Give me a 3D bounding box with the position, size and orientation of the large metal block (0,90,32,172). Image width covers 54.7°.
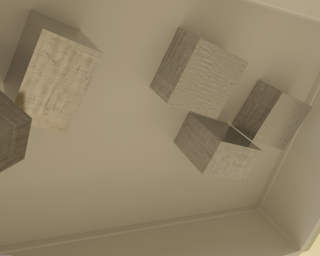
[{"bbox_3d":[-0.157,0.001,0.224,0.080,0.080,0.050,-38,163,-49],"label":"large metal block"}]

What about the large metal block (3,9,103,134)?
[{"bbox_3d":[-0.102,-0.053,0.285,0.050,0.080,0.080,17,110,-36],"label":"large metal block"}]

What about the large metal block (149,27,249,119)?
[{"bbox_3d":[0.047,-0.065,0.380,0.081,0.050,0.080,15,111,-35],"label":"large metal block"}]

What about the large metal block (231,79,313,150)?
[{"bbox_3d":[0.172,-0.019,0.478,0.081,0.050,0.080,15,110,-35],"label":"large metal block"}]

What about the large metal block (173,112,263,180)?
[{"bbox_3d":[0.079,0.026,0.434,0.081,0.080,0.050,13,112,-34],"label":"large metal block"}]
